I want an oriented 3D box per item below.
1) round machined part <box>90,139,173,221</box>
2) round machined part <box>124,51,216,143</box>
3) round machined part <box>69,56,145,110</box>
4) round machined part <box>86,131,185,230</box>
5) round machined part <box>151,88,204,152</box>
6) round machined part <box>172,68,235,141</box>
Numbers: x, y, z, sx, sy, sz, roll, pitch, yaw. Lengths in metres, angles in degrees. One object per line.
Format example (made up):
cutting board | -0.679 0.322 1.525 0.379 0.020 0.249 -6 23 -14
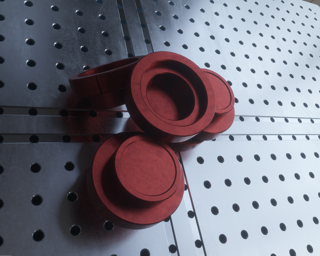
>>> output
round machined part | -0.023 0.047 0.329 0.099 0.042 0.098 13 56 -21
round machined part | 0.008 -0.030 0.337 0.099 0.042 0.098 9 66 -22
round machined part | -0.055 -0.054 0.375 0.099 0.098 0.042 -31 114 -38
round machined part | -0.018 0.046 0.305 0.099 0.042 0.098 13 56 -21
round machined part | 0.027 -0.023 0.398 0.099 0.042 0.098 13 56 -21
round machined part | 0.055 -0.037 0.393 0.099 0.042 0.098 14 55 -20
